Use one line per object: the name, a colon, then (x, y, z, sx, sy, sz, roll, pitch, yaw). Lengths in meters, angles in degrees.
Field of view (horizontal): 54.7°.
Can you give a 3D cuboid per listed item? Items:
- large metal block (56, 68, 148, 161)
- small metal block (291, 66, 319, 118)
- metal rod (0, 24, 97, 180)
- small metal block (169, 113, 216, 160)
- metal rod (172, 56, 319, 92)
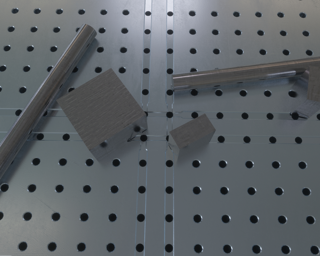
large metal block: (-0.073, -0.017, 0.404, 0.080, 0.050, 0.080, -34, 74, -12)
small metal block: (0.202, -0.047, 0.417, 0.025, 0.050, 0.050, 13, 71, 5)
metal rod: (-0.171, -0.020, 0.417, 0.025, 0.025, 0.300, 25, 72, 8)
small metal block: (0.039, 0.012, 0.394, 0.050, 0.050, 0.025, -27, 73, -10)
metal rod: (0.167, -0.083, 0.443, 0.302, 0.025, 0.025, -8, 70, -3)
